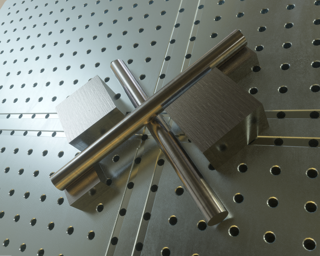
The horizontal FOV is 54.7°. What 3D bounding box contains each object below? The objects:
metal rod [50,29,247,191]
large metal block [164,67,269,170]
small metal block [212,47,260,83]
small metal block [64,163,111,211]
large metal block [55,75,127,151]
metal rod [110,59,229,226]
[{"bbox_3d":[-0.015,-0.022,0.397,0.300,0.025,0.025,-38,51,2],"label":"metal rod"},{"bbox_3d":[0.066,-0.012,0.365,0.080,0.050,0.080,-40,51,1],"label":"large metal block"},{"bbox_3d":[0.095,-0.088,0.413,0.050,0.025,0.050,-38,51,3],"label":"small metal block"},{"bbox_3d":[-0.101,0.073,0.417,0.050,0.025,0.050,-39,51,2],"label":"small metal block"},{"bbox_3d":[-0.097,-0.018,0.454,0.080,0.050,0.080,-37,51,3],"label":"large metal block"},{"bbox_3d":[-0.005,-0.004,0.412,0.025,0.025,0.300,-37,51,4],"label":"metal rod"}]
